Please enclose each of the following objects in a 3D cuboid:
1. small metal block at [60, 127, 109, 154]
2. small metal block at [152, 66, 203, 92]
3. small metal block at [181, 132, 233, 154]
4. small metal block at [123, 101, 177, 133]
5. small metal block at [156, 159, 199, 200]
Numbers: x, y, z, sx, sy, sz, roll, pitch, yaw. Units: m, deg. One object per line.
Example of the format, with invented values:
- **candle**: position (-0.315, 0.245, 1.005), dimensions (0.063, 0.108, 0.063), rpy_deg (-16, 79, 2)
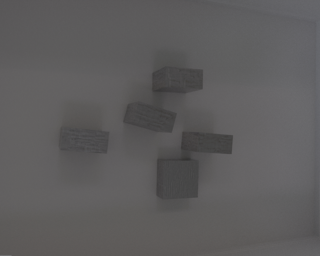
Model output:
- **small metal block**: position (-0.090, 0.014, 0.364), dimensions (0.050, 0.050, 0.025), rpy_deg (6, 88, -20)
- **small metal block**: position (0.022, -0.062, 0.405), dimensions (0.050, 0.050, 0.025), rpy_deg (1, 90, -20)
- **small metal block**: position (0.063, 0.020, 0.420), dimensions (0.050, 0.050, 0.025), rpy_deg (5, 89, -20)
- **small metal block**: position (-0.014, -0.013, 0.392), dimensions (0.050, 0.050, 0.025), rpy_deg (16, 85, -19)
- **small metal block**: position (0.024, 0.068, 0.419), dimensions (0.050, 0.025, 0.050), rpy_deg (2, 90, -20)
